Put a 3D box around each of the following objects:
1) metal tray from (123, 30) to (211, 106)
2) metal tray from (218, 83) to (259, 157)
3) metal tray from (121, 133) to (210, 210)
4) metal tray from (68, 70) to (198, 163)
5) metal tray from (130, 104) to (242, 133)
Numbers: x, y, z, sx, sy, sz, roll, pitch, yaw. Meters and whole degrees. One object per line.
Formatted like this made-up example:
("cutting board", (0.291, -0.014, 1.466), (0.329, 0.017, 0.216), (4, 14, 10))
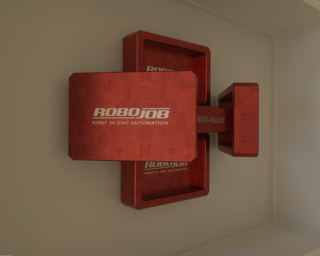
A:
("metal tray", (0.013, -0.070, 0.412), (0.131, 0.030, 0.089), (0, 91, -41))
("metal tray", (0.105, -0.010, 0.433), (0.030, 0.130, 0.089), (1, 90, 2))
("metal tray", (0.012, 0.051, 0.409), (0.131, 0.030, 0.089), (0, 90, -41))
("metal tray", (-0.027, -0.012, 0.322), (0.030, 0.131, 0.089), (3, 87, -82))
("metal tray", (0.029, -0.010, 0.387), (0.131, 0.090, 0.030), (0, 90, -41))
